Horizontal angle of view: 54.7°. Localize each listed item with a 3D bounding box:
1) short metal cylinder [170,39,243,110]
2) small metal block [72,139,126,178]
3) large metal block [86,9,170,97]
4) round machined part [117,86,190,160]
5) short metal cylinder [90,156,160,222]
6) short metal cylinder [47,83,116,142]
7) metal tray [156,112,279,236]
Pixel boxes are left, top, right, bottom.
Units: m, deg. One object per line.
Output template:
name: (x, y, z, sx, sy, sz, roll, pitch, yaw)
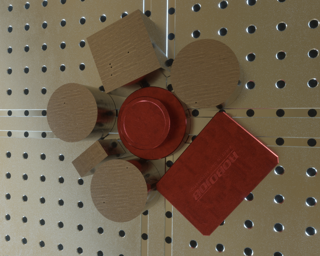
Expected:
short metal cylinder: (0.059, -0.062, 0.378, 0.080, 0.050, 0.080, 0, 90, 20)
small metal block: (-0.084, 0.040, 0.428, 0.050, 0.050, 0.025, -39, 78, 16)
large metal block: (-0.039, -0.096, 0.413, 0.080, 0.050, 0.080, -23, 83, 18)
round machined part: (-0.013, -0.006, 0.407, 0.098, 0.042, 0.097, 0, 90, 20)
short metal cylinder: (-0.044, 0.079, 0.414, 0.080, 0.050, 0.080, 0, 90, 20)
short metal cylinder: (-0.110, -0.021, 0.437, 0.080, 0.050, 0.080, 0, 90, 20)
metal tray: (0.069, 0.055, 0.384, 0.090, 0.030, 0.130, 42, 103, 15)
